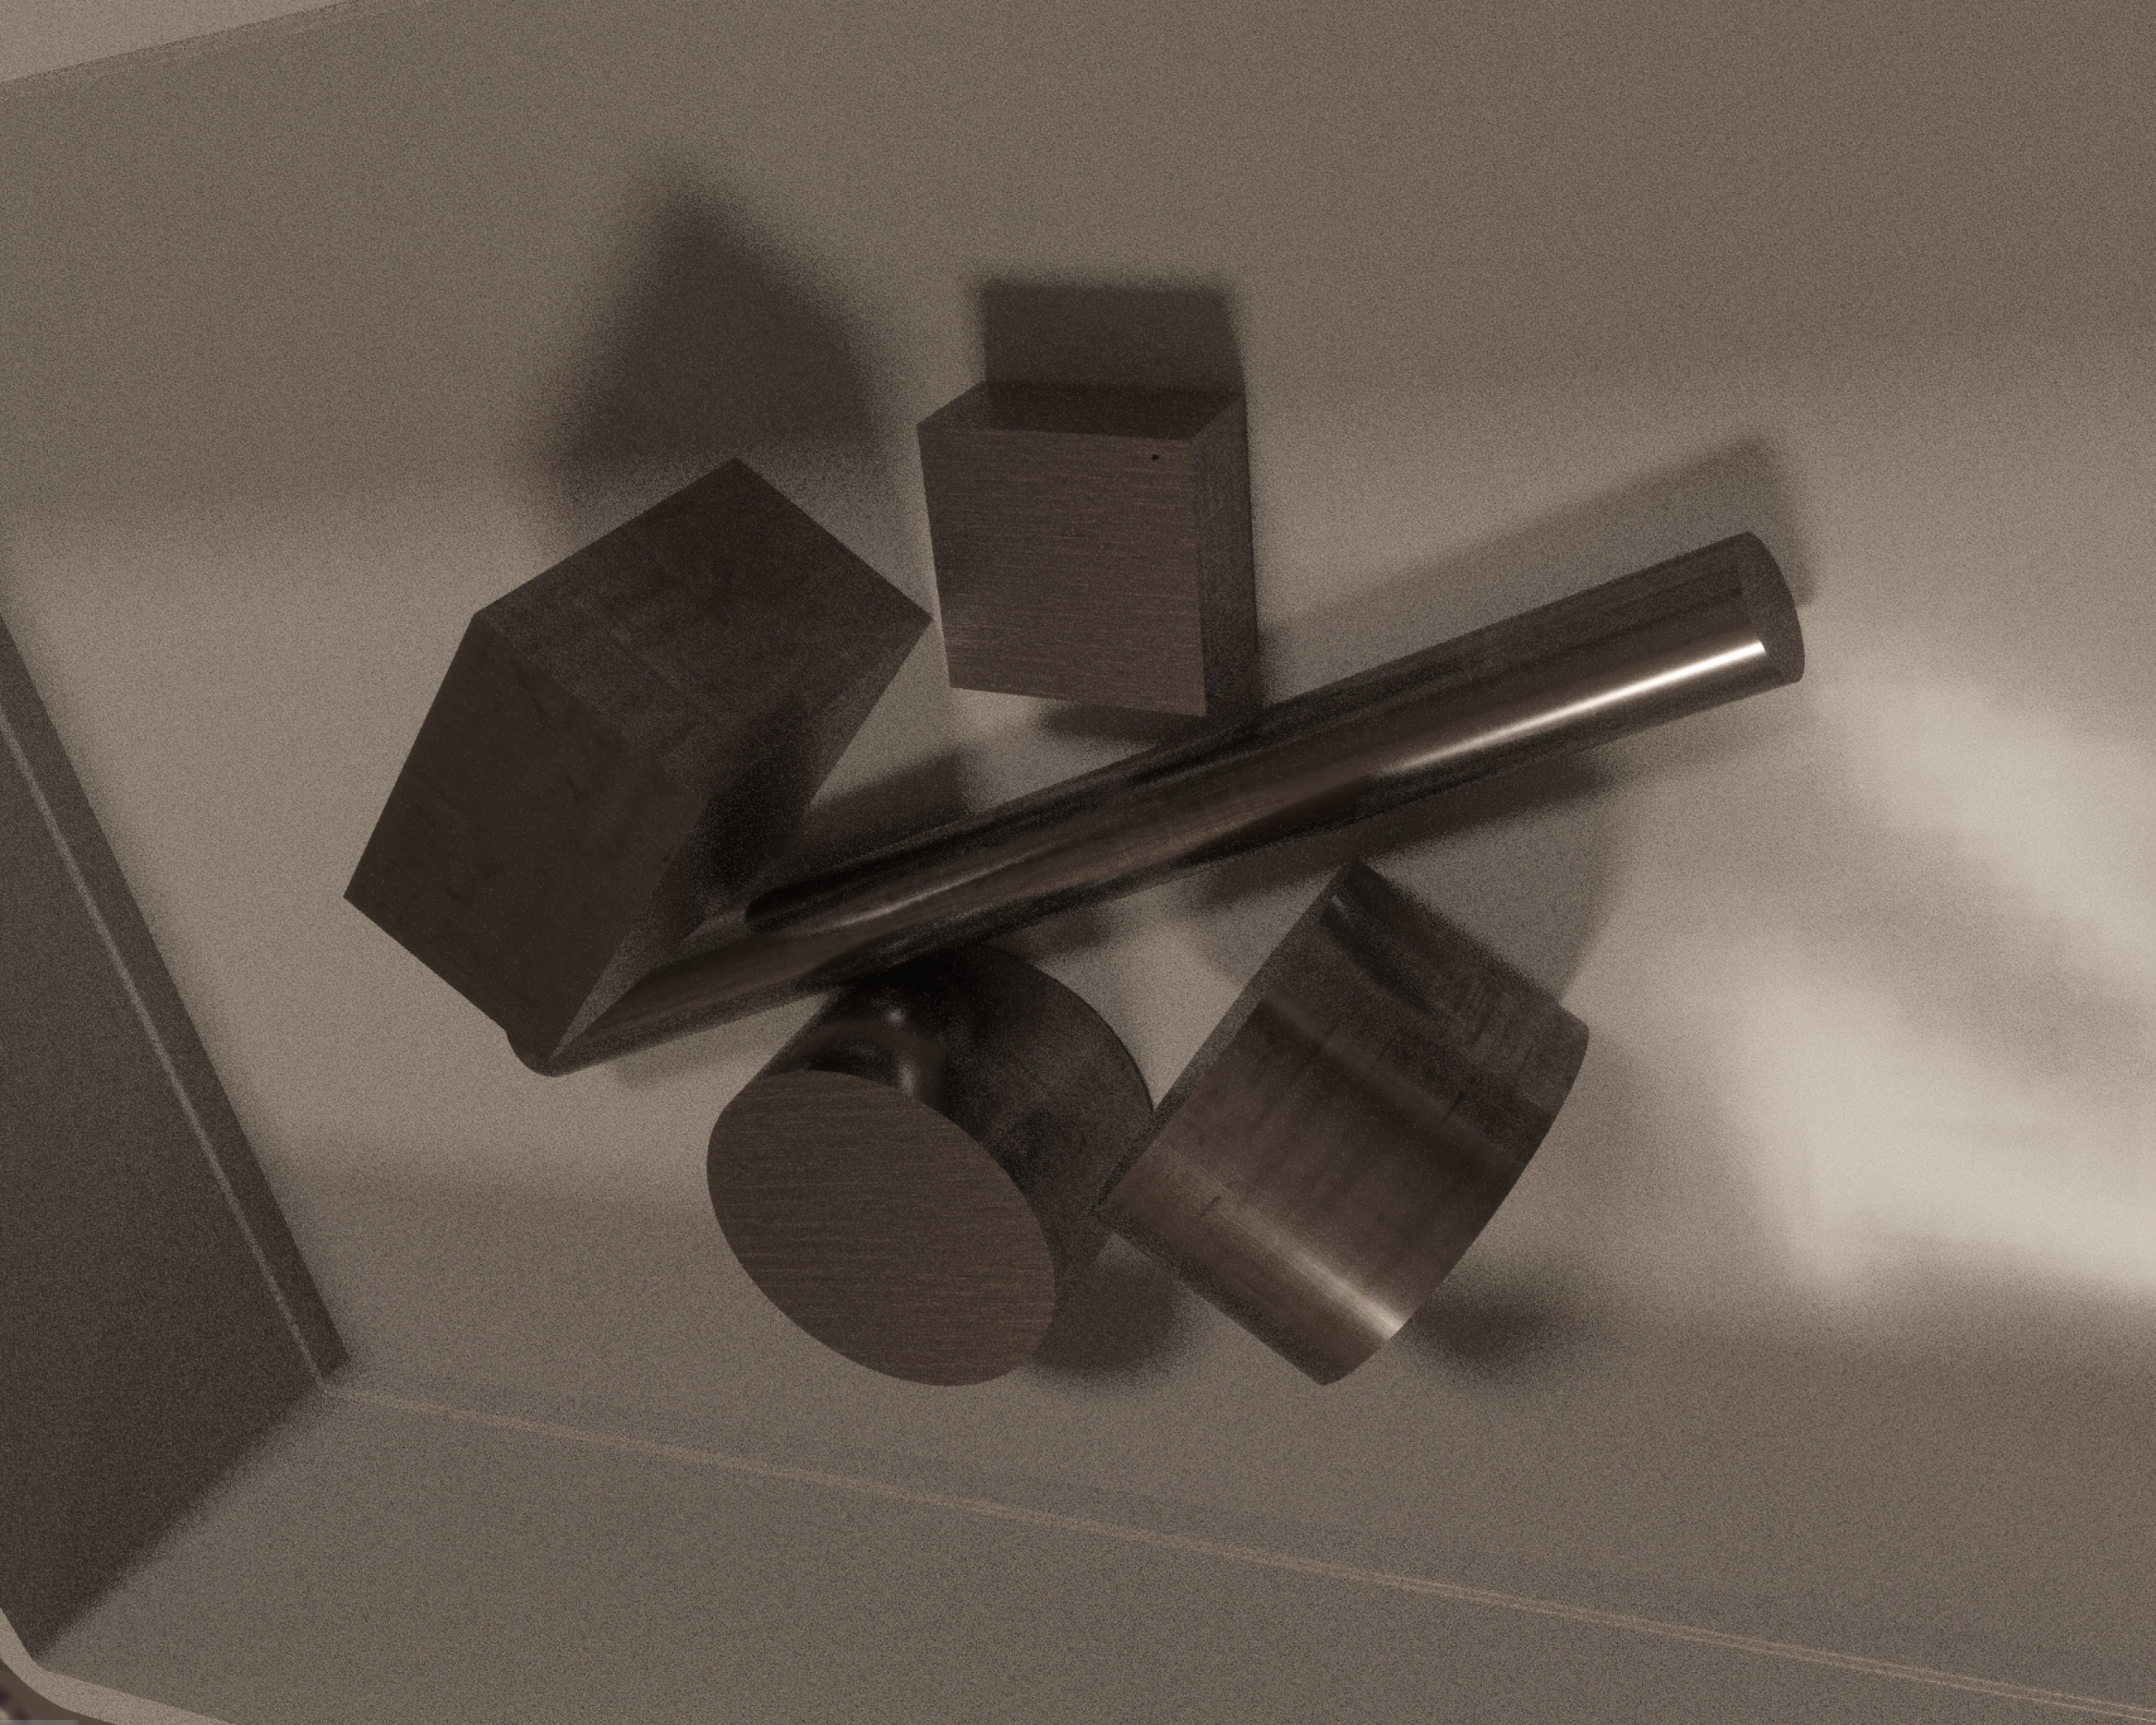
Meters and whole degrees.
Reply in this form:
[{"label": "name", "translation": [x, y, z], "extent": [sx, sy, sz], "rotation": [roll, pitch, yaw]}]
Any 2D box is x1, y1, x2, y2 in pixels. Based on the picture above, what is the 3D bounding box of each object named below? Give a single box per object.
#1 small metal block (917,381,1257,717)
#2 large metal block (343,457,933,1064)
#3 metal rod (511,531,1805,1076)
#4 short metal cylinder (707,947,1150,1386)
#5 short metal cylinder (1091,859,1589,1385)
[{"label": "small metal block", "translation": [0.003, -0.056, 0.369], "extent": [0.050, 0.025, 0.050], "rotation": [8, 122, 23]}, {"label": "large metal block", "translation": [-0.084, -0.021, 0.402], "extent": [0.050, 0.080, 0.080], "rotation": [40, 129, 1]}, {"label": "metal rod", "translation": [-0.009, -0.001, 0.410], "extent": [0.300, 0.025, 0.025], "rotation": [-19, 109, 35]}, {"label": "short metal cylinder", "translation": [-0.031, 0.064, 0.444], "extent": [0.080, 0.050, 0.079], "rotation": [13, 124, 20]}, {"label": "short metal cylinder", "translation": [0.046, 0.046, 0.375], "extent": [0.050, 0.080, 0.079], "rotation": [37, 129, 3]}]
